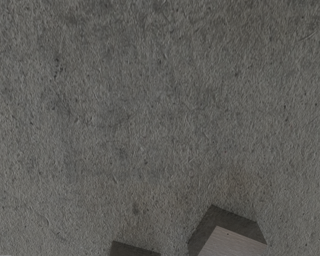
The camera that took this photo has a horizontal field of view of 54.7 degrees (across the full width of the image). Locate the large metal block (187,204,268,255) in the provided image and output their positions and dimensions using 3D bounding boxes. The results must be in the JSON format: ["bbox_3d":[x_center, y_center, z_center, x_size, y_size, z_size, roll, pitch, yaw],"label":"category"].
[{"bbox_3d":[0.097,0.173,0.461,0.080,0.050,0.080,23,108,-9],"label":"large metal block"}]

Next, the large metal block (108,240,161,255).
[{"bbox_3d":[-0.045,0.225,0.463,0.080,0.080,0.050,18,109,-7],"label":"large metal block"}]
